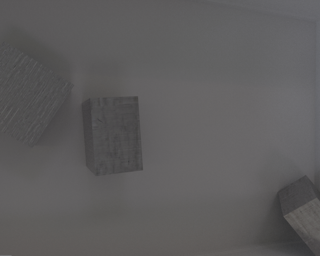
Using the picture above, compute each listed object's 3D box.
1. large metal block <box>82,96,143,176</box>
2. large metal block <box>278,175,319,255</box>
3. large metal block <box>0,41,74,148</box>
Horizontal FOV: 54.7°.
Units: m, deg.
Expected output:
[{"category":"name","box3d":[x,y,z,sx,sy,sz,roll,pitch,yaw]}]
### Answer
[{"category":"large metal block","box3d":[-0.058,0.007,0.360,0.050,0.080,0.079,-4,92,-20]},{"category":"large metal block","box3d":[0.221,0.127,0.447,0.050,0.080,0.080,-39,90,20]},{"category":"large metal block","box3d":[-0.154,-0.034,0.341,0.080,0.050,0.080,33,79,-17]}]
